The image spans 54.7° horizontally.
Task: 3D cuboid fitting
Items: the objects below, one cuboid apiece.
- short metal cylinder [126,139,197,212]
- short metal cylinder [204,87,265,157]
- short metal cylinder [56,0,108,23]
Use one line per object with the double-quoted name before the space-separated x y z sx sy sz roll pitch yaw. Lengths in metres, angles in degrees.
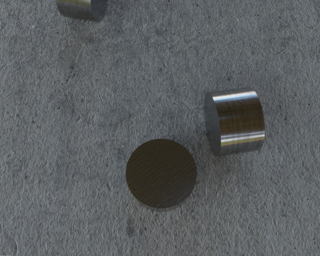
"short metal cylinder" 0.002 0.058 0.373 0.081 0.050 0.080 0 70 0
"short metal cylinder" 0.089 -0.008 0.382 0.050 0.080 0.080 -8 70 -3
"short metal cylinder" -0.111 -0.199 0.451 0.050 0.080 0.080 11 71 4
